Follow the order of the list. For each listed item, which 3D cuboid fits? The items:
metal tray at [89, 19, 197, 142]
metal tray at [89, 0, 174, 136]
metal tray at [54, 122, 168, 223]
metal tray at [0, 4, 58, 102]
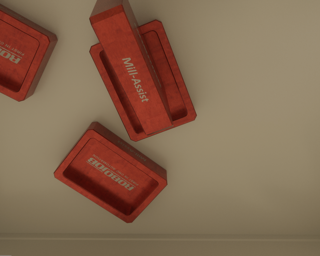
[{"bbox_3d":[-0.018,-0.057,0.387,0.090,0.030,0.129,-21,109,7],"label":"metal tray"},{"bbox_3d":[-0.026,-0.068,0.322,0.030,0.090,0.129,-20,122,7],"label":"metal tray"},{"bbox_3d":[-0.066,0.064,0.431,0.130,0.030,0.090,37,106,-13],"label":"metal tray"},{"bbox_3d":[-0.203,-0.101,0.368,0.131,0.030,0.090,28,107,-11],"label":"metal tray"}]
